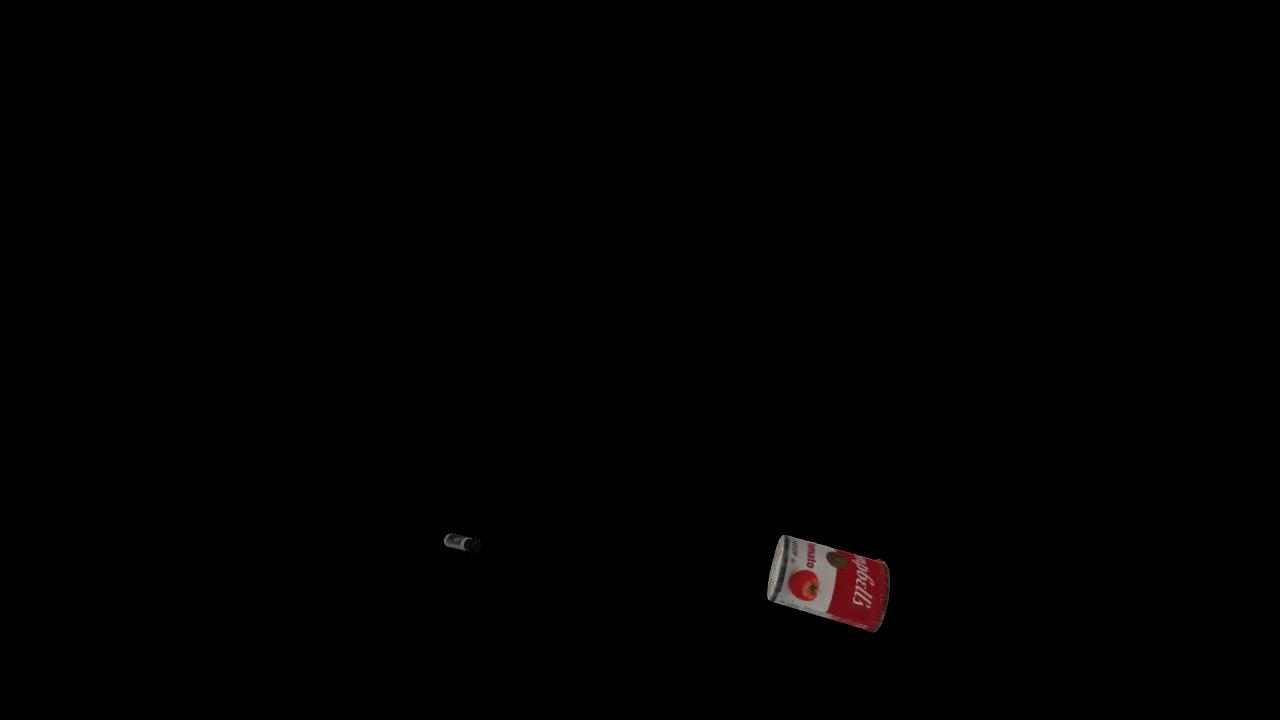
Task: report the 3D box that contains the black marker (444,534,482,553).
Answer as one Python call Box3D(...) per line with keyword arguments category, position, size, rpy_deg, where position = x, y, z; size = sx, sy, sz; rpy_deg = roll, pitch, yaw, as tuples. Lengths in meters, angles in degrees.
Box3D(category="black marker", position=(-0.242, 0.250, 0.839), size=(0.020, 0.020, 0.121), rpy_deg=(0, -10, -33))

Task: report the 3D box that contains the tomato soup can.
Box3D(category="tomato soup can", position=(0.182, 0.216, 0.602), size=(0.101, 0.068, 0.068), rpy_deg=(14, 2, 9))
